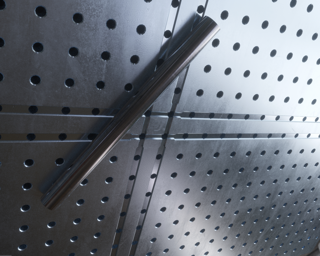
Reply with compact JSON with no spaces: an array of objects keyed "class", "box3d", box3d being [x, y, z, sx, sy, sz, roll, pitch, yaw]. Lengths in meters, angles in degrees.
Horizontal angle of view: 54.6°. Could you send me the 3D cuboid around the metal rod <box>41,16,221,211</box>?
[{"class":"metal rod","box3d":[-0.039,-0.014,0.380,0.300,0.025,0.025,-47,129,5]}]
